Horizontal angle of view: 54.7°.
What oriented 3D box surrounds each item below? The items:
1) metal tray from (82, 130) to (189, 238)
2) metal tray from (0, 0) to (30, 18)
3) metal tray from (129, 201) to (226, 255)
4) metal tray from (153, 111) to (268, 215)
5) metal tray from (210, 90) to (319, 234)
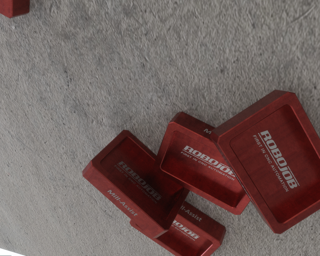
[{"bbox_3d":[-0.028,0.073,0.424,0.130,0.090,0.030,42,129,-1],"label":"metal tray"},{"bbox_3d":[-0.227,-0.210,0.394,0.130,0.030,0.089,29,128,9],"label":"metal tray"},{"bbox_3d":[0.025,0.154,0.485,0.130,0.030,0.089,32,129,7],"label":"metal tray"},{"bbox_3d":[0.063,0.046,0.398,0.130,0.030,0.089,27,128,11],"label":"metal tray"},{"bbox_3d":[0.125,0.036,0.329,0.090,0.030,0.130,-33,102,1],"label":"metal tray"}]
